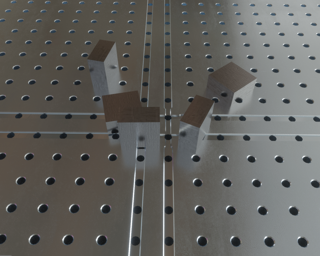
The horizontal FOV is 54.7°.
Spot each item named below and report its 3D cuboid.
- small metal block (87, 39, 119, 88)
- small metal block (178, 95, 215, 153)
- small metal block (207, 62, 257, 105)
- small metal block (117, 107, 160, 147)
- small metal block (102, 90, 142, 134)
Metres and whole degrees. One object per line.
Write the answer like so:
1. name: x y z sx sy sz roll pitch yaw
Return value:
1. small metal block: -0.086 -0.098 0.473 0.025 0.050 0.050 11 51 9
2. small metal block: 0.046 -0.005 0.397 0.025 0.050 0.050 21 53 17
3. small metal block: 0.108 -0.068 0.466 0.050 0.025 0.050 -32 57 -25
4. small metal block: -0.025 0.000 0.391 0.050 0.050 0.025 -1 50 -1
5. small metal block: -0.050 -0.022 0.426 0.050 0.025 0.050 -9 51 -8
